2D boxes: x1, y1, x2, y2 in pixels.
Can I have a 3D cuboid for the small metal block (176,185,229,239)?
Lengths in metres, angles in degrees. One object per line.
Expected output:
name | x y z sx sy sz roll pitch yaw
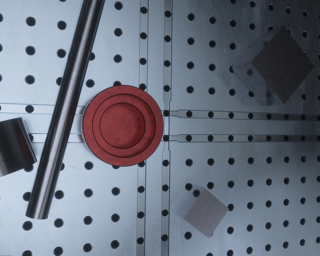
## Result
small metal block | 0.060 0.117 0.436 0.050 0.025 0.050 42 77 -16

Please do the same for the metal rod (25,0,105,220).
metal rod | -0.109 -0.042 0.372 0.025 0.025 0.298 15 85 -20

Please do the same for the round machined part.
round machined part | -0.049 -0.003 0.386 0.099 0.042 0.097 0 90 -21

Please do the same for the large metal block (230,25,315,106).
large metal block | 0.168 -0.090 0.463 0.080 0.050 0.080 46 76 -15

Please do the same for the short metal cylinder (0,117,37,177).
short metal cylinder | -0.176 0.024 0.319 0.081 0.080 0.050 -18 97 -19
